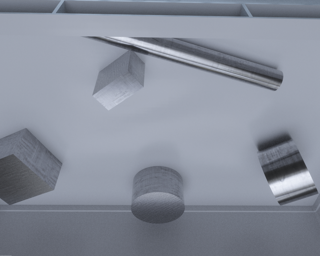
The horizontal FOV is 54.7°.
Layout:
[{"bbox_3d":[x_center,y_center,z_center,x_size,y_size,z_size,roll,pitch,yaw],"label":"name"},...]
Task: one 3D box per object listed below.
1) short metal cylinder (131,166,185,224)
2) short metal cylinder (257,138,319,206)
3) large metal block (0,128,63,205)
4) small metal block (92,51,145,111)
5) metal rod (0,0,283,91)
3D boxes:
[{"bbox_3d":[-0.003,0.105,0.482,0.081,0.050,0.079,0,130,0],"label":"short metal cylinder"},{"bbox_3d":[0.175,0.060,0.427,0.050,0.080,0.080,-25,126,19],"label":"short metal cylinder"},{"bbox_3d":[-0.202,0.056,0.438,0.080,0.050,0.080,-20,128,16],"label":"large metal block"},{"bbox_3d":[-0.045,-0.054,0.346,0.050,0.050,0.025,-30,124,23],"label":"small metal block"},{"bbox_3d":[-0.007,-0.089,0.332,0.302,0.025,0.025,13,129,-12],"label":"metal rod"}]
